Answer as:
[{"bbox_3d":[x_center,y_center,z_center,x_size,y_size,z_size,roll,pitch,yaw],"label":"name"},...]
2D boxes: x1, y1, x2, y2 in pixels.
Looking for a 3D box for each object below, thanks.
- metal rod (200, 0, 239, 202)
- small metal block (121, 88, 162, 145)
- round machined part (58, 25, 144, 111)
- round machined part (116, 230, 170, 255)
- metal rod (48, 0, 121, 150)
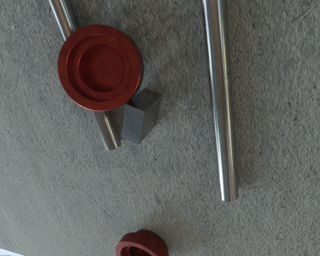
[{"bbox_3d":[0.068,-0.040,0.346,0.025,0.025,0.298,4,120,26],"label":"metal rod"},{"bbox_3d":[-0.023,-0.016,0.393,0.025,0.050,0.050,23,127,14],"label":"small metal block"},{"bbox_3d":[-0.067,-0.071,0.372,0.098,0.042,0.097,2,102,8],"label":"round machined part"},{"bbox_3d":[-0.025,0.219,0.545,0.098,0.042,0.097,13,124,21],"label":"round machined part"},{"bbox_3d":[-0.107,-0.104,0.398,0.025,0.025,0.298,-2,118,29],"label":"metal rod"}]
